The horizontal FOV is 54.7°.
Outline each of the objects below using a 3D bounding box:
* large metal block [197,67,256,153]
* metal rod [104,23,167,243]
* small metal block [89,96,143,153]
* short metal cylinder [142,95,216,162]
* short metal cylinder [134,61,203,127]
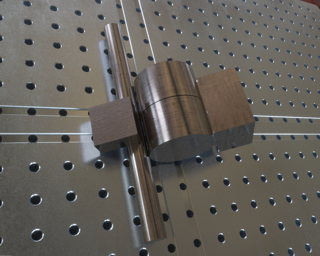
[{"bbox_3d":[0.089,-0.022,0.420,0.050,0.080,0.080,-16,65,6],"label":"large metal block"},{"bbox_3d":[-0.037,-0.013,0.390,0.025,0.025,0.299,0,62,-28],"label":"metal rod"},{"bbox_3d":[-0.052,-0.004,0.363,0.050,0.025,0.050,-16,64,3],"label":"small metal block"},{"bbox_3d":[0.022,0.003,0.377,0.081,0.080,0.050,0,62,-28],"label":"short metal cylinder"},{"bbox_3d":[0.011,-0.042,0.399,0.081,0.080,0.050,0,62,-28],"label":"short metal cylinder"}]
